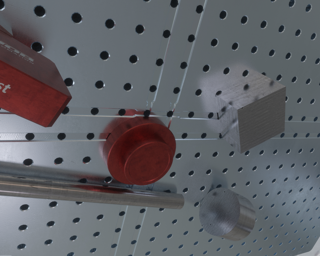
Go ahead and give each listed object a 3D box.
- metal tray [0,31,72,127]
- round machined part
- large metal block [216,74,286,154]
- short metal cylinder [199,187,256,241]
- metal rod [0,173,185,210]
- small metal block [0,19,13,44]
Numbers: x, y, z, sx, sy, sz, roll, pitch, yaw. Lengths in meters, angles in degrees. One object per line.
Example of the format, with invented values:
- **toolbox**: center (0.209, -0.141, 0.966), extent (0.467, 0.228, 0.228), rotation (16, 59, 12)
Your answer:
- **metal tray**: center (-0.136, -0.056, 0.227), extent (0.131, 0.090, 0.030), rotation (30, 101, -38)
- **round machined part**: center (-0.022, 0.037, 0.412), extent (0.099, 0.042, 0.097), rotation (-14, 124, -21)
- **large metal block**: center (0.134, -0.021, 0.456), extent (0.080, 0.050, 0.080), rotation (-25, 128, -13)
- **short metal cylinder**: center (0.115, 0.148, 0.530), extent (0.050, 0.080, 0.080), rotation (31, 101, -38)
- **metal rod**: center (-0.089, 0.088, 0.417), extent (0.302, 0.025, 0.025), rotation (15, 111, -34)
- **small metal block**: center (-0.167, -0.084, 0.268), extent (0.050, 0.025, 0.050), rotation (-43, 130, 2)
